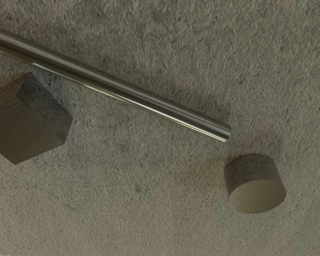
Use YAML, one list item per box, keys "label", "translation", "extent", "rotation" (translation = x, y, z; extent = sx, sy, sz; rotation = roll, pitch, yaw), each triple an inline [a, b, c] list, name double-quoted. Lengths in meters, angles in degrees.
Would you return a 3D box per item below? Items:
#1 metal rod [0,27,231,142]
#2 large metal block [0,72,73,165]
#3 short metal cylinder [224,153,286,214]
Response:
- label: "metal rod"
  translation: [-0.046, -0.045, 0.368]
  extent: [0.302, 0.025, 0.025]
  rotation: [21, 127, -18]
- label: "large metal block"
  translation: [-0.170, -0.009, 0.381]
  extent: [0.080, 0.050, 0.080]
  rotation: [-22, 127, 17]
- label: "short metal cylinder"
  translation: [0.140, 0.084, 0.464]
  extent: [0.081, 0.050, 0.079]
  rotation: [0, 130, 0]
